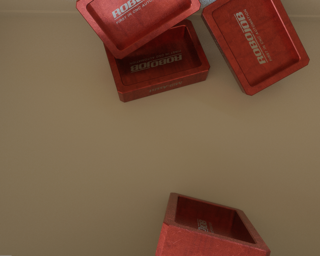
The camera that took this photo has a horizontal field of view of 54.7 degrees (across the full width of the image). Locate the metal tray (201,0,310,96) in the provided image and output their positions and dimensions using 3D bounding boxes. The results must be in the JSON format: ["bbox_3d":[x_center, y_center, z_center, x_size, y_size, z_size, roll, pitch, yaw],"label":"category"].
[{"bbox_3d":[0.124,-0.120,0.409,0.090,0.030,0.130,-30,100,9],"label":"metal tray"}]

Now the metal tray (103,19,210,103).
[{"bbox_3d":[-0.005,-0.097,0.442,0.131,0.030,0.090,-16,71,-6],"label":"metal tray"}]

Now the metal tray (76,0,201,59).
[{"bbox_3d":[-0.026,-0.158,0.390,0.130,0.090,0.030,-29,36,13],"label":"metal tray"}]

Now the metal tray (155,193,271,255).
[{"bbox_3d":[0.048,0.103,0.315,0.090,0.130,0.030,14,91,5],"label":"metal tray"}]
